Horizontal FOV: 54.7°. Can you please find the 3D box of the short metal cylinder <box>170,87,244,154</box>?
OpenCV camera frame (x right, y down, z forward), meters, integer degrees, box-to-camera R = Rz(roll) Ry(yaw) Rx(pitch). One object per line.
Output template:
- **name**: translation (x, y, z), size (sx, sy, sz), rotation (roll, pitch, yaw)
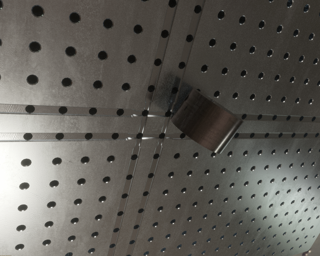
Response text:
- **short metal cylinder**: translation (0.061, -0.010, 0.405), size (0.080, 0.080, 0.050), rotation (25, 105, -37)
